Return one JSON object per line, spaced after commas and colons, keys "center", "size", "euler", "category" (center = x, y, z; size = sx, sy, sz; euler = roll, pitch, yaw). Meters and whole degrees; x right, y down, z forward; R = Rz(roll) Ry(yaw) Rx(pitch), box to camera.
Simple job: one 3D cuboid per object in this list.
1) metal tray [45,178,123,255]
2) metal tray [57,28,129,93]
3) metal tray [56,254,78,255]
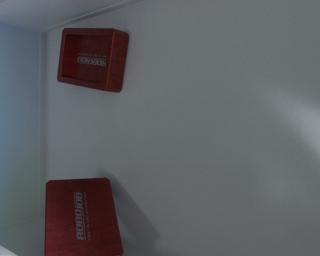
{"center": [-0.106, 0.126, 0.416], "size": [0.130, 0.091, 0.030], "euler": [-113, 30, -48], "category": "metal tray"}
{"center": [-0.110, -0.110, 0.491], "size": [0.130, 0.030, 0.089], "euler": [15, 100, 38], "category": "metal tray"}
{"center": [-0.138, 0.265, 0.517], "size": [0.130, 0.030, 0.090], "euler": [-14, 81, 38], "category": "metal tray"}
